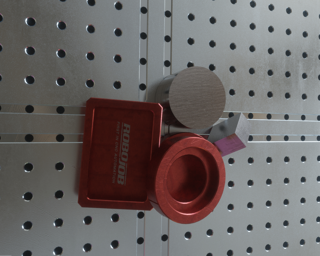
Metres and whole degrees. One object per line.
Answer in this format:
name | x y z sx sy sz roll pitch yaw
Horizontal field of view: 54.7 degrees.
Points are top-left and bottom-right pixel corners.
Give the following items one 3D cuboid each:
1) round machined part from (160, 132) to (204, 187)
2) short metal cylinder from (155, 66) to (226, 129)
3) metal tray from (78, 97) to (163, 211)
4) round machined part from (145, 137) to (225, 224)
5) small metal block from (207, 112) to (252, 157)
round machined part | 0.035 0.054 0.416 0.099 0.042 0.097 0 90 -21
short metal cylinder | 0.040 -0.038 0.415 0.081 0.050 0.079 0 90 -21
metal tray | -0.048 0.032 0.381 0.091 0.030 0.129 5 88 -6
round machined part | 0.026 0.058 0.363 0.099 0.042 0.097 -1 93 -31
small metal block | 0.094 0.011 0.425 0.025 0.050 0.050 49 40 -14
